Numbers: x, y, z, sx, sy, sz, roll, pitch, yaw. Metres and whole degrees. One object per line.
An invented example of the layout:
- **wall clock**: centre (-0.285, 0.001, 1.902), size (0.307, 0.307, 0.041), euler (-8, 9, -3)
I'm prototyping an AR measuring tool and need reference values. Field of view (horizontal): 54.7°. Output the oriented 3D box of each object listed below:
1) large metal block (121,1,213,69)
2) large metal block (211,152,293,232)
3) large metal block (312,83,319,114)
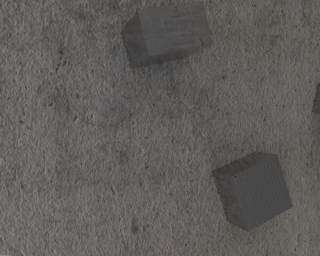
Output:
- **large metal block**: centre (0.005, -0.111, 0.381), size (0.081, 0.080, 0.050), euler (-16, 96, -19)
- **large metal block**: centre (0.132, 0.088, 0.444), size (0.081, 0.050, 0.080), euler (-21, 97, -19)
- **large metal block**: centre (0.309, -0.041, 0.493), size (0.081, 0.080, 0.050), euler (15, 85, -20)
